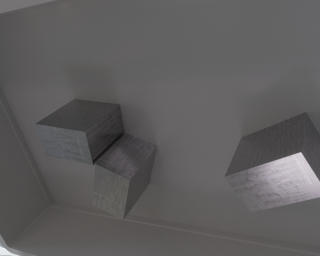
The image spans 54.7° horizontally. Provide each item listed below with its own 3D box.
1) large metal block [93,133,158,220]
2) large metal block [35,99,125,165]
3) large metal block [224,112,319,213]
[{"bbox_3d":[-0.050,0.067,0.441,0.050,0.080,0.079,23,127,14],"label":"large metal block"},{"bbox_3d":[-0.107,0.002,0.431,0.080,0.080,0.050,8,122,24],"label":"large metal block"},{"bbox_3d":[0.126,0.036,0.329,0.080,0.080,0.050,-27,103,37],"label":"large metal block"}]
